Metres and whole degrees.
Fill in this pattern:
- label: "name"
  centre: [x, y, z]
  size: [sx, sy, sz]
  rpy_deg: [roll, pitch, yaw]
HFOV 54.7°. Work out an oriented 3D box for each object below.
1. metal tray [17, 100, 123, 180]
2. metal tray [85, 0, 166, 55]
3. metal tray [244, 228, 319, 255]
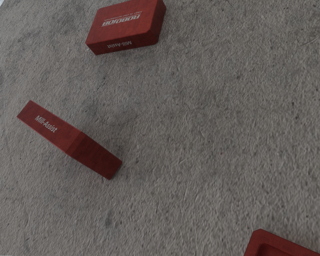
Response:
- label: "metal tray"
  centre: [-0.121, 0.015, 0.416]
  size: [0.130, 0.090, 0.030]
  rpy_deg: [26, 76, 37]
- label: "metal tray"
  centre: [-0.060, -0.180, 0.543]
  size: [0.130, 0.030, 0.090]
  rpy_deg: [-3, 60, 26]
- label: "metal tray"
  centre: [0.099, 0.161, 0.249]
  size: [0.090, 0.030, 0.130]
  rpy_deg: [17, 70, 34]
